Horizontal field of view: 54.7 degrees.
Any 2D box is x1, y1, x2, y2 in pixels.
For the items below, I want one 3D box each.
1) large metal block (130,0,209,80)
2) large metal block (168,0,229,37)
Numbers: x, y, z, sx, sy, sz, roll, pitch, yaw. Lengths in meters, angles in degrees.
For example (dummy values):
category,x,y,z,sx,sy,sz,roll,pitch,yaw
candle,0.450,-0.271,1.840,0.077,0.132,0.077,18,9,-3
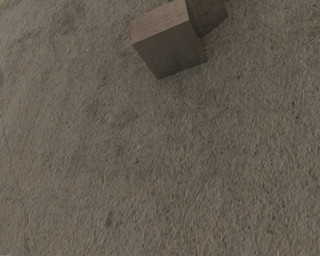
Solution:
category,x,y,z,sx,sy,sz,roll,pitch,yaw
large metal block,0.014,-0.123,0.437,0.080,0.080,0.050,-18,55,18
large metal block,0.049,-0.196,0.463,0.050,0.080,0.080,-39,51,2
